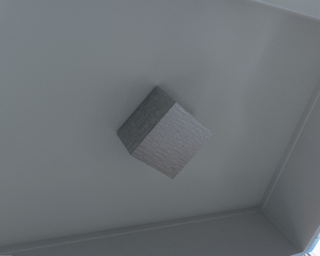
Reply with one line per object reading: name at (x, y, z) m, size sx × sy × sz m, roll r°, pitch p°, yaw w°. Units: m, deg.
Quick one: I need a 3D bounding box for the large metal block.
large metal block at (0.007, 0.007, 0.396) m, size 0.080 × 0.050 × 0.080 m, roll -49°, pitch 129°, yaw 6°
